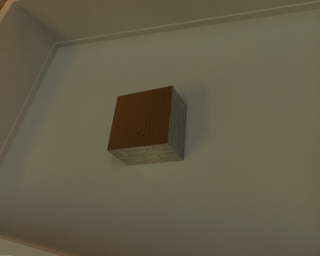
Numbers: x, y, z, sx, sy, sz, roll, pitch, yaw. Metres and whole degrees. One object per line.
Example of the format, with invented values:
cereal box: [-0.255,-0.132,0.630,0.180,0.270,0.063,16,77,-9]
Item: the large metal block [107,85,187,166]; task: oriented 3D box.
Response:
large metal block: [-0.014,-0.001,0.398,0.080,0.050,0.080,-8,58,24]
